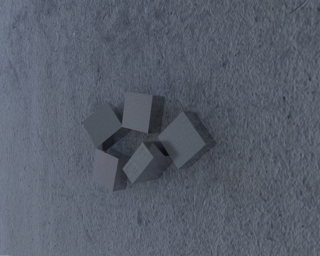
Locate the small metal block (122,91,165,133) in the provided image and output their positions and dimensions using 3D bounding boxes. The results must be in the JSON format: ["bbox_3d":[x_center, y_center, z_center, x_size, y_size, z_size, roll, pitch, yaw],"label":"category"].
[{"bbox_3d":[-0.023,-0.022,0.424,0.050,0.025,0.050,13,98,39],"label":"small metal block"}]

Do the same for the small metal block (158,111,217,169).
[{"bbox_3d":[0.032,0.015,0.378,0.050,0.025,0.050,-47,62,30],"label":"small metal block"}]

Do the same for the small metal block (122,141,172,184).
[{"bbox_3d":[-0.011,0.043,0.398,0.025,0.050,0.050,52,121,27],"label":"small metal block"}]

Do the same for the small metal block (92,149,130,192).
[{"bbox_3d":[-0.074,0.061,0.466,0.050,0.025,0.050,18,102,38],"label":"small metal block"}]

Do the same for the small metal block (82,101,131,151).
[{"bbox_3d":[-0.080,-0.002,0.460,0.050,0.025,0.050,-39,64,8],"label":"small metal block"}]
